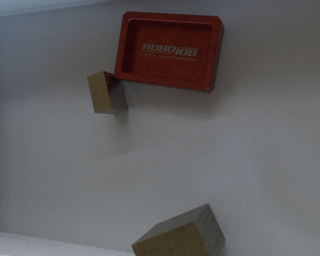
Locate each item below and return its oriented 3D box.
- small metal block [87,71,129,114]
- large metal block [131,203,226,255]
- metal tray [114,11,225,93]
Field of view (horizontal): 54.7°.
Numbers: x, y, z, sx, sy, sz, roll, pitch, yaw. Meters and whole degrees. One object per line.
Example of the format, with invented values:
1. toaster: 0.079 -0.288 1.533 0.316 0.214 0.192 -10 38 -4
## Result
1. small metal block: -0.070 -0.046 0.421 0.025 0.050 0.050 -14 85 19
2. large metal block: 0.026 0.137 0.372 0.080 0.080 0.050 -27 81 17
3. metal tray: 0.010 -0.099 0.403 0.130 0.030 0.089 10 93 19
